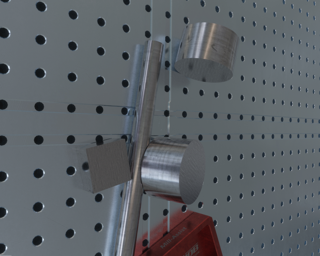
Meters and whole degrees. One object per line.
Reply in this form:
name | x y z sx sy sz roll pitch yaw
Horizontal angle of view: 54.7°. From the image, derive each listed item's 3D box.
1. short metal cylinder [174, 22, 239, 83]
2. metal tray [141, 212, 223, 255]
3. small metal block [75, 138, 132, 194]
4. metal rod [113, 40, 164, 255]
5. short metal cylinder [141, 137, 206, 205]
short metal cylinder | 0.065 -0.101 0.427 0.080 0.080 0.050 21 77 -38
metal tray | 0.031 0.190 0.432 0.131 0.030 0.089 -27 107 -37
small metal block | -0.064 0.042 0.356 0.050 0.025 0.050 -14 99 -39
metal rod | -0.028 0.038 0.385 0.025 0.025 0.298 13 82 -39
short metal cylinder | 0.019 0.052 0.393 0.080 0.050 0.079 -13 105 -60
